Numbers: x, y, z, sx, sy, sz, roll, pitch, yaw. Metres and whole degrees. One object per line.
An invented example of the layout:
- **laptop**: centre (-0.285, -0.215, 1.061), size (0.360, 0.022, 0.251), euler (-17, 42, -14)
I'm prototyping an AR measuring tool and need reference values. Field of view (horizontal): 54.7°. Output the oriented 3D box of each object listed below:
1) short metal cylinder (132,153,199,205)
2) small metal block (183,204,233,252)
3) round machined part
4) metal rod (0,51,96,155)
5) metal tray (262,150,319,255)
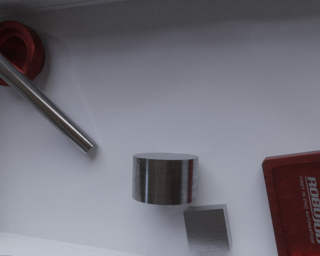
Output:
- **short metal cylinder**: centre (0.007, 0.059, 0.378), size (0.080, 0.080, 0.050), euler (2, 91, 19)
- **small metal block**: centre (0.060, 0.125, 0.389), size (0.050, 0.025, 0.050), euler (-10, 87, 19)
- **round machined part**: centre (-0.219, -0.111, 0.477), size (0.098, 0.042, 0.097), euler (0, 90, 19)
- **metal rod**: centre (-0.205, -0.076, 0.420), size (0.025, 0.025, 0.300), euler (-42, 100, 15)
- **metal tray**: centre (0.172, 0.092, 0.347), size (0.090, 0.030, 0.129), euler (-10, 87, 19)
